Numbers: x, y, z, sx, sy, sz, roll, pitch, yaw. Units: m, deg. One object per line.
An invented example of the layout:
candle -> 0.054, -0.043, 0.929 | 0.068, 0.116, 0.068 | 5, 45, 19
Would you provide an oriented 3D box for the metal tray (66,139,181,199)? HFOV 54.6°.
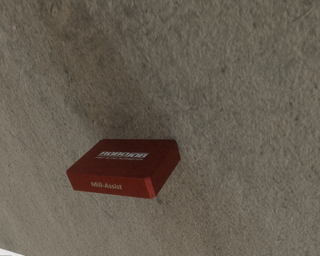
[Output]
metal tray -> -0.049, 0.050, 0.421 | 0.130, 0.090, 0.030 | -1, 118, 28
